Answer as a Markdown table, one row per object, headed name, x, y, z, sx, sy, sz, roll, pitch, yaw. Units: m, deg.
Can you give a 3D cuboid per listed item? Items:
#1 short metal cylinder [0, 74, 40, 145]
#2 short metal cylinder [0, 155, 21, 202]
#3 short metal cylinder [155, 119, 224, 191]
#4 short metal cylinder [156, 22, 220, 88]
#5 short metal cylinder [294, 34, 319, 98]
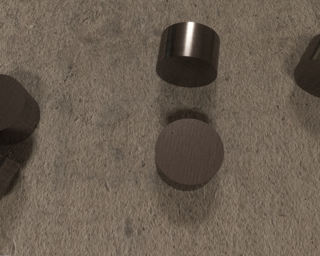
| name | x | y | z | sx | sy | sz | roll | pitch | yaw |
| --- | --- | --- | --- | --- | --- | --- | --- | --- | --- |
| short metal cylinder | -0.205 | -0.023 | 0.401 | 0.081 | 0.050 | 0.080 | 0 | 70 | 0 |
| short metal cylinder | -0.213 | 0.049 | 0.358 | 0.080 | 0.080 | 0.050 | 20 | 71 | 7 |
| short metal cylinder | 0.034 | 0.034 | 0.383 | 0.081 | 0.050 | 0.080 | 0 | 70 | 0 |
| short metal cylinder | 0.038 | -0.095 | 0.414 | 0.080 | 0.080 | 0.050 | 7 | 70 | 2 |
| short metal cylinder | 0.229 | -0.081 | 0.412 | 0.080 | 0.080 | 0.050 | 30 | 73 | 10 |
